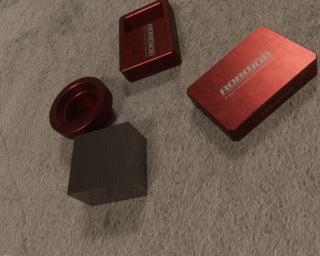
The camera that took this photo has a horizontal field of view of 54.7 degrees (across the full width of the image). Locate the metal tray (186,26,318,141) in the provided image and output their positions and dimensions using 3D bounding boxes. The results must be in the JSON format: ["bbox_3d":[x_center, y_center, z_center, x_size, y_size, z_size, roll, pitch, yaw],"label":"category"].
[{"bbox_3d":[0.109,-0.057,0.378,0.130,0.030,0.090,-41,51,0],"label":"metal tray"}]

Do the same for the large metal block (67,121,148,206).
[{"bbox_3d":[-0.063,0.047,0.391,0.080,0.050,0.080,-15,56,19],"label":"large metal block"}]

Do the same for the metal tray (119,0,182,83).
[{"bbox_3d":[-0.019,-0.143,0.496,0.090,0.030,0.130,-17,55,17],"label":"metal tray"}]

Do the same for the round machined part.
[{"bbox_3d":[-0.113,-0.026,0.466,0.098,0.042,0.098,-13,56,20],"label":"round machined part"}]
